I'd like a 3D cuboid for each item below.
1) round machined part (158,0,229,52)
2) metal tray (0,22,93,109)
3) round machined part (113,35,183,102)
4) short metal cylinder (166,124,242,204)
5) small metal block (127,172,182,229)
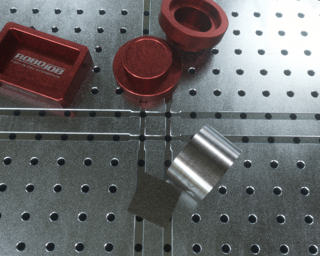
[{"bbox_3d":[0.045,-0.149,0.448,0.099,0.042,0.098,8,56,-11],"label":"round machined part"},{"bbox_3d":[-0.174,-0.090,0.439,0.131,0.030,0.090,19,71,6],"label":"metal tray"},{"bbox_3d":[-0.017,-0.090,0.435,0.099,0.042,0.098,0,70,-1],"label":"round machined part"},{"bbox_3d":[0.052,0.042,0.368,0.050,0.080,0.080,40,75,13],"label":"short metal cylinder"},{"bbox_3d":[-0.006,0.089,0.379,0.050,0.025,0.050,23,71,8],"label":"small metal block"}]
